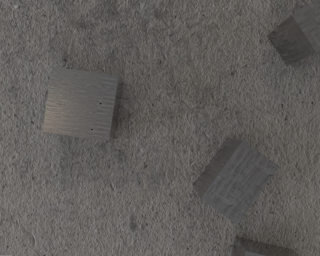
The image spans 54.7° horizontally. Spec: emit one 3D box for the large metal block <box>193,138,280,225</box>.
[{"bbox_3d":[0.089,0.060,0.383,0.050,0.080,0.080,35,90,0],"label":"large metal block"}]

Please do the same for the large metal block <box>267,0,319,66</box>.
[{"bbox_3d":[0.194,-0.127,0.384,0.080,0.080,0.050,-33,90,0],"label":"large metal block"}]

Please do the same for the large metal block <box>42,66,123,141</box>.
[{"bbox_3d":[-0.095,-0.029,0.397,0.080,0.050,0.080,8,90,0],"label":"large metal block"}]

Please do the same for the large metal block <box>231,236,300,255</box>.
[{"bbox_3d":[0.133,0.196,0.398,0.080,0.050,0.080,13,90,0],"label":"large metal block"}]
